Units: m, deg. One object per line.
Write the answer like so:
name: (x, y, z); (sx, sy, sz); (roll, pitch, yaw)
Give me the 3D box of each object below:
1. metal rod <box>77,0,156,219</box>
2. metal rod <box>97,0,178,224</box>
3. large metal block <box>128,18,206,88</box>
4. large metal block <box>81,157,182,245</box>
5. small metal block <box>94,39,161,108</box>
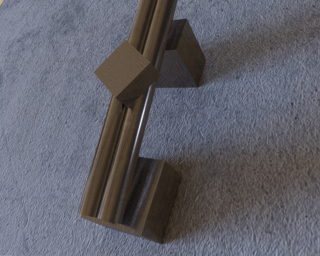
metal rod: (-0.040, -0.049, 0.362); (0.025, 0.025, 0.299); (3, 70, 29)
metal rod: (-0.017, -0.047, 0.350); (0.025, 0.025, 0.299); (3, 70, 29)
large metal block: (0.008, -0.098, 0.426); (0.080, 0.080, 0.050); (3, 64, 30)
large metal block: (-0.031, 0.078, 0.356); (0.080, 0.050, 0.080); (5, 64, 30)
small metal block: (-0.036, -0.059, 0.335); (0.050, 0.025, 0.050); (-45, 56, 4)
